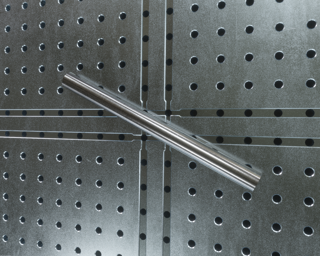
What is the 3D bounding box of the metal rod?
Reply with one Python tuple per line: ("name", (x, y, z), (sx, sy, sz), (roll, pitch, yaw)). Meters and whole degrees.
("metal rod", (-0.010, -0.003, 0.415), (0.301, 0.025, 0.025), (29, 99, 17))
